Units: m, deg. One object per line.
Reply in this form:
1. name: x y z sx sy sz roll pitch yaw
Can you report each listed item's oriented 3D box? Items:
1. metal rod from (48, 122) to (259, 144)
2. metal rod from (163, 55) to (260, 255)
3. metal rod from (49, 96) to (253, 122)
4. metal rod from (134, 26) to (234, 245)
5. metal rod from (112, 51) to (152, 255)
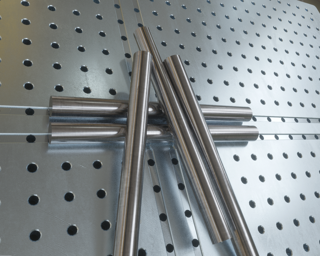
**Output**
1. metal rod: 0.012 0.007 0.412 0.303 0.025 0.025 1 62 -28
2. metal rod: 0.065 0.042 0.395 0.025 0.025 0.299 -11 75 -33
3. metal rod: 0.007 -0.023 0.428 0.303 0.025 0.025 1 62 -28
4. metal rod: 0.022 -0.007 0.394 0.025 0.025 0.299 -6 65 -31
5. metal rod: -0.030 0.041 0.344 0.025 0.025 0.299 14 63 -21
